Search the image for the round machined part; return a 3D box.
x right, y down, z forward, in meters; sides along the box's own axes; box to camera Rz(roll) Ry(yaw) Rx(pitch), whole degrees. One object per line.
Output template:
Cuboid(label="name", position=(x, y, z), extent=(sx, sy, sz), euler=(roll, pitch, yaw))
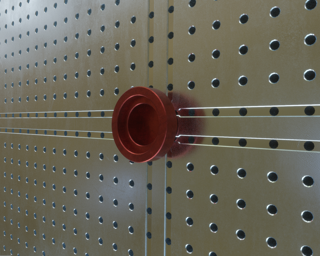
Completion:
Cuboid(label="round machined part", position=(-0.016, -0.004, 0.412), extent=(0.098, 0.042, 0.097), euler=(0, 90, 40))
